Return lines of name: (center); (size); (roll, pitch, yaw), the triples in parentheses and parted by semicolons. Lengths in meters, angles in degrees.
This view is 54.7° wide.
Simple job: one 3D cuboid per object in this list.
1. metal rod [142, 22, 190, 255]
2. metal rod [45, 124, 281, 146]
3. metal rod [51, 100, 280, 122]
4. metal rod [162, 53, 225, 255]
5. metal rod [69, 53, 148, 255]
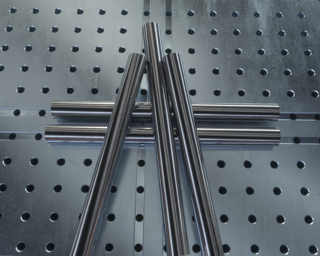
metal rod: (0.004, -0.001, 0.386); (0.025, 0.025, 0.299); (-6, 70, -3)
metal rod: (0.004, 0.009, 0.409); (0.302, 0.025, 0.025); (1, 70, 0)
metal rod: (0.007, -0.023, 0.420); (0.302, 0.025, 0.025); (1, 70, 0)
metal rod: (0.042, 0.050, 0.374); (0.025, 0.025, 0.299); (-10, 77, -4)
metal rod: (-0.065, 0.049, 0.374); (0.025, 0.025, 0.299); (14, 77, 4)
